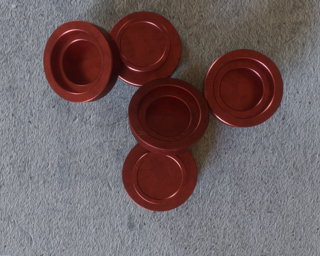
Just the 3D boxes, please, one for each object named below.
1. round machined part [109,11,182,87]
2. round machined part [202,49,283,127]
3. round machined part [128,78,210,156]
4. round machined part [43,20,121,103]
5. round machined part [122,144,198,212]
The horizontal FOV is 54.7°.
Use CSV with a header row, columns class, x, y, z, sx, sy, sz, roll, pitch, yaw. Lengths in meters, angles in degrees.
class,x,y,z,sx,sy,sz,roll,pitch,yaw
round machined part,-0.021,-0.104,0.402,0.099,0.042,0.097,0,90,-1
round machined part,0.104,-0.050,0.404,0.099,0.042,0.097,0,90,-1
round machined part,0.010,-0.011,0.392,0.099,0.042,0.098,1,67,-3
round machined part,-0.093,-0.082,0.391,0.098,0.042,0.097,3,98,20
round machined part,0.000,0.060,0.402,0.099,0.042,0.097,0,90,-1
